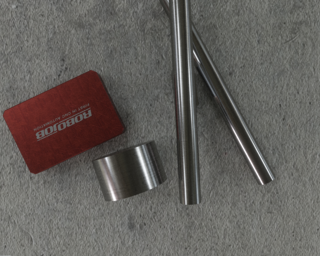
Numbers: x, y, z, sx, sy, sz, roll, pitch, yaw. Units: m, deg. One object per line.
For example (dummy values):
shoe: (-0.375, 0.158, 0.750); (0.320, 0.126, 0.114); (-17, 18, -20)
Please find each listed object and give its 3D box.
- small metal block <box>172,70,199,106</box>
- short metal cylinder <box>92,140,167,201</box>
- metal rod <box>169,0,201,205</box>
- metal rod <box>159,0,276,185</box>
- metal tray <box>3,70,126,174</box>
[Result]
small metal block: (0.031, -0.051, 0.398); (0.025, 0.050, 0.050); (-7, 90, 0)
short metal cylinder: (-0.037, 0.051, 0.382); (0.080, 0.080, 0.050); (-18, 90, 0)
metal rod: (0.027, -0.063, 0.360); (0.025, 0.025, 0.298); (-3, 90, -1)
metal rod: (0.071, -0.062, 0.410); (0.025, 0.025, 0.299); (-28, 90, 0)
metal tray: (-0.122, -0.008, 0.406); (0.131, 0.030, 0.090); (-26, 90, -1)
